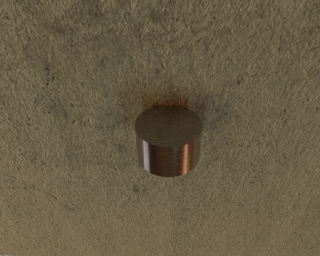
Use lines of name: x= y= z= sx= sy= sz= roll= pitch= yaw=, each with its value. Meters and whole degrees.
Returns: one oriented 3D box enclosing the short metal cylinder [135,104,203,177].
short metal cylinder: x=0.011 y=0.014 z=0.385 sx=0.081 sy=0.080 sz=0.050 roll=-1 pitch=130 yaw=0
